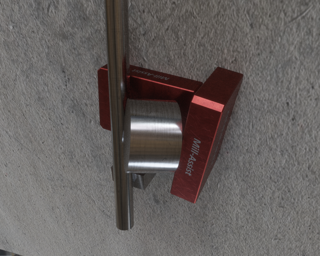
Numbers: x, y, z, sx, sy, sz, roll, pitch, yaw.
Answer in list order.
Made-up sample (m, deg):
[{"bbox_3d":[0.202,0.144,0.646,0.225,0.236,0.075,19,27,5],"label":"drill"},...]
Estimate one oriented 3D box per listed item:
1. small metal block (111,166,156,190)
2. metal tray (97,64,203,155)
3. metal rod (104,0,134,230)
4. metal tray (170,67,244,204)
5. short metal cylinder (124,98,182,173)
[{"bbox_3d":[-0.034,0.057,0.444,0.050,0.050,0.025,12,123,21],"label":"small metal block"},{"bbox_3d":[-0.015,-0.027,0.394,0.130,0.030,0.089,17,125,18],"label":"metal tray"},{"bbox_3d":[-0.048,-0.002,0.380,0.025,0.025,0.298,10,114,22],"label":"metal rod"},{"bbox_3d":[0.051,0.008,0.343,0.030,0.090,0.129,21,126,16],"label":"metal tray"},{"bbox_3d":[-0.011,0.009,0.335,0.050,0.080,0.079,2,126,-12],"label":"short metal cylinder"}]
